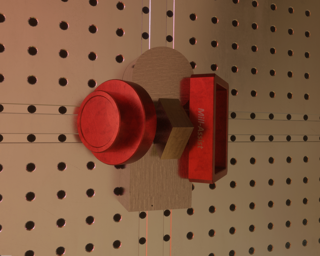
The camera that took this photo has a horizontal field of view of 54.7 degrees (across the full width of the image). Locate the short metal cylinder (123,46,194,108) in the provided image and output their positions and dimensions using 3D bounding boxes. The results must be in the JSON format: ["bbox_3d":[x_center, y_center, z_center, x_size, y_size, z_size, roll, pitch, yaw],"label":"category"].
[{"bbox_3d":[-0.003,-0.059,0.397,0.081,0.050,0.080,0,90,-20],"label":"short metal cylinder"}]

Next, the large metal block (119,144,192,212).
[{"bbox_3d":[-0.006,0.059,0.397,0.081,0.050,0.080,2,89,-20],"label":"large metal block"}]

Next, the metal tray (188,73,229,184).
[{"bbox_3d":[0.066,0.001,0.404,0.030,0.090,0.129,1,90,23],"label":"metal tray"}]

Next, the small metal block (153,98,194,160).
[{"bbox_3d":[0.011,0.001,0.358,0.025,0.050,0.050,0,132,-23],"label":"small metal block"}]

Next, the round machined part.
[{"bbox_3d":[-0.055,-0.006,0.349,0.042,0.098,0.097,2,89,-53],"label":"round machined part"}]
